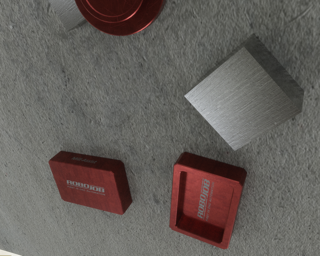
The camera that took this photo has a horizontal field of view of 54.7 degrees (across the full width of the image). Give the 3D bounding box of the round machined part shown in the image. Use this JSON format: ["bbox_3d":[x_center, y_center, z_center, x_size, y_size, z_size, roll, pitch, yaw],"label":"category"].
[{"bbox_3d":[-0.044,-0.143,0.313,0.098,0.042,0.097,4,113,9],"label":"round machined part"}]

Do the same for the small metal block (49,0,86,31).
[{"bbox_3d":[-0.100,-0.150,0.364,0.050,0.025,0.050,-19,109,35],"label":"small metal block"}]

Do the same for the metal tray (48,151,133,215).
[{"bbox_3d":[-0.116,0.090,0.519,0.130,0.030,0.089,6,121,24],"label":"metal tray"}]

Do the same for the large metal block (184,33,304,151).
[{"bbox_3d":[0.087,-0.036,0.322,0.080,0.050,0.080,47,129,-5],"label":"large metal block"}]

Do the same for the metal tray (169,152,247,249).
[{"bbox_3d":[0.063,0.103,0.432,0.090,0.030,0.129,15,125,19],"label":"metal tray"}]
